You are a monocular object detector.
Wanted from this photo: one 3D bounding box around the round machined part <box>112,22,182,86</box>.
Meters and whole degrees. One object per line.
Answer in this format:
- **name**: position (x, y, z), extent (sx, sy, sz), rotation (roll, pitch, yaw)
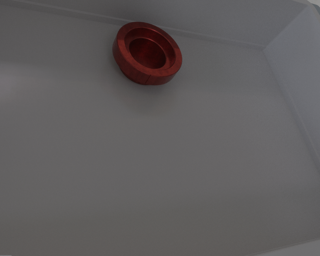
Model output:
- **round machined part**: position (-0.021, -0.101, 0.444), extent (0.099, 0.042, 0.098), rotation (13, 56, -21)
